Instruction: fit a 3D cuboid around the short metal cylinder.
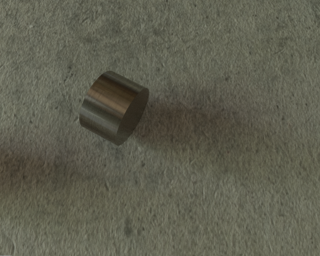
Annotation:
[{"bbox_3d":[-0.055,-0.025,0.387,0.050,0.080,0.080,28,72,9],"label":"short metal cylinder"}]
